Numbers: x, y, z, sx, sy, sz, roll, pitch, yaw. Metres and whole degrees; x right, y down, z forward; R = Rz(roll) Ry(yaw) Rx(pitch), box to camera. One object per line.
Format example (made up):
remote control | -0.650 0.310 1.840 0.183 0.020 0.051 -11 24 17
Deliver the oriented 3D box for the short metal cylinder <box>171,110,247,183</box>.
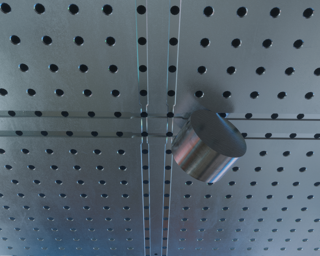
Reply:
short metal cylinder | 0.061 0.022 0.395 0.080 0.080 0.050 21 127 -17
